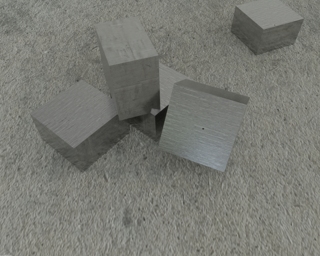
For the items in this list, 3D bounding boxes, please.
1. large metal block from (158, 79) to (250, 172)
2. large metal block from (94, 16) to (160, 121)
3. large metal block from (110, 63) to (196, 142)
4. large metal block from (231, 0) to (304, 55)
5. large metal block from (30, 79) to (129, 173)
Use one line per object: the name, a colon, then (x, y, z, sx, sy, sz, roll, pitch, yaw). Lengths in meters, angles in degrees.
large metal block: (0.052, -0.006, 0.363, 0.080, 0.079, 0.050, 19, 20, 14)
large metal block: (-0.037, -0.069, 0.360, 0.050, 0.080, 0.080, -15, 51, -11)
large metal block: (-0.009, -0.041, 0.420, 0.080, 0.050, 0.080, 33, 57, 26)
large metal block: (0.183, -0.179, 0.538, 0.081, 0.050, 0.080, -19, 53, -15)
large metal block: (-0.098, -0.005, 0.390, 0.080, 0.050, 0.080, 33, 57, 24)
